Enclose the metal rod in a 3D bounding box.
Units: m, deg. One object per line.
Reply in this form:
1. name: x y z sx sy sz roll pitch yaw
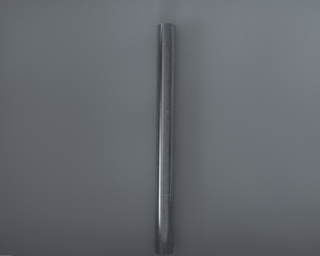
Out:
1. metal rod: 0.007 0.014 0.411 0.025 0.025 0.298 1 90 0
